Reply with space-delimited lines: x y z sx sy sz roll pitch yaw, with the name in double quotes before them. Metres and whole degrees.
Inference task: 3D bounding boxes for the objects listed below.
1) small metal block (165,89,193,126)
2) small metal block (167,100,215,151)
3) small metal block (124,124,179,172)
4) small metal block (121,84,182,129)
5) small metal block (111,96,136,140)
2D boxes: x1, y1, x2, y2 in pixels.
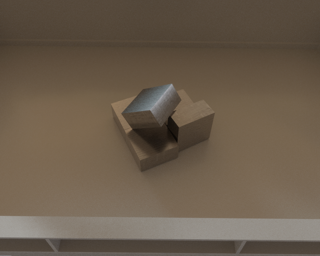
"small metal block" 0.020 -0.021 0.421 0.050 0.025 0.050 -20 53 -16
"small metal block" 0.037 -0.002 0.389 0.050 0.050 0.025 -22 54 -19
"small metal block" -0.011 0.020 0.386 0.050 0.025 0.050 -20 53 -16
"small metal block" -0.010 -0.026 0.376 0.050 0.025 0.050 -4 39 44
"small metal block" -0.032 -0.015 0.415 0.050 0.025 0.050 -20 53 -16
